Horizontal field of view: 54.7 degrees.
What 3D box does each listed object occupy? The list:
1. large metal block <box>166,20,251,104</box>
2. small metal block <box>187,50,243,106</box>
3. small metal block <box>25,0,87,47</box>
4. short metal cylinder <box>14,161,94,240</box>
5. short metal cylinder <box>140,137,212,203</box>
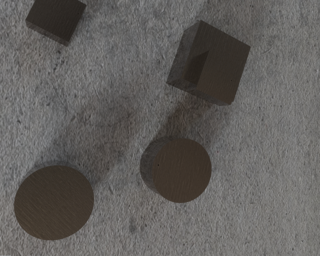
[{"bbox_3d":[0.065,-0.085,0.421,0.080,0.050,0.080,21,83,-19],"label":"large metal block"},{"bbox_3d":[0.068,-0.060,0.382,0.050,0.025,0.050,22,83,-19],"label":"small metal block"},{"bbox_3d":[-0.122,-0.132,0.364,0.050,0.025,0.050,25,82,-19],"label":"small metal block"},{"bbox_3d":[-0.119,0.079,0.352,0.081,0.050,0.079,0,90,-21],"label":"short metal cylinder"},{"bbox_3d":[0.020,0.052,0.404,0.081,0.050,0.079,0,90,-21],"label":"short metal cylinder"}]
